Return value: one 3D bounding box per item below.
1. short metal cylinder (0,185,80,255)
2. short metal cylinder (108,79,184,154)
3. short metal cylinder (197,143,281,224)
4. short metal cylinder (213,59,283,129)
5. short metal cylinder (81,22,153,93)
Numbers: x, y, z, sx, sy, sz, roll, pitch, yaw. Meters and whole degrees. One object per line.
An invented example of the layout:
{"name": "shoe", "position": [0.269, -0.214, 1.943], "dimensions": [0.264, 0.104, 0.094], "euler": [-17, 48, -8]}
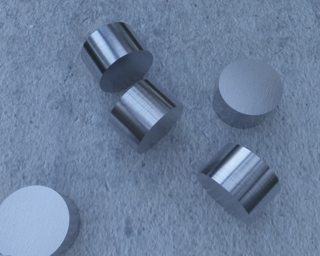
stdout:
{"name": "short metal cylinder", "position": [-0.137, 0.110, 0.353], "dimensions": [0.081, 0.050, 0.080], "euler": [0, 70, 0]}
{"name": "short metal cylinder", "position": [-0.017, -0.014, 0.384], "dimensions": [0.080, 0.080, 0.050], "euler": [-43, 76, -14]}
{"name": "short metal cylinder", "position": [0.089, 0.063, 0.357], "dimensions": [0.050, 0.080, 0.080], "euler": [-43, 76, -14]}
{"name": "short metal cylinder", "position": [0.114, -0.045, 0.413], "dimensions": [0.081, 0.050, 0.080], "euler": [0, 70, 0]}
{"name": "short metal cylinder", "position": [-0.057, -0.092, 0.412], "dimensions": [0.080, 0.080, 0.050], "euler": [-31, 73, -11]}
